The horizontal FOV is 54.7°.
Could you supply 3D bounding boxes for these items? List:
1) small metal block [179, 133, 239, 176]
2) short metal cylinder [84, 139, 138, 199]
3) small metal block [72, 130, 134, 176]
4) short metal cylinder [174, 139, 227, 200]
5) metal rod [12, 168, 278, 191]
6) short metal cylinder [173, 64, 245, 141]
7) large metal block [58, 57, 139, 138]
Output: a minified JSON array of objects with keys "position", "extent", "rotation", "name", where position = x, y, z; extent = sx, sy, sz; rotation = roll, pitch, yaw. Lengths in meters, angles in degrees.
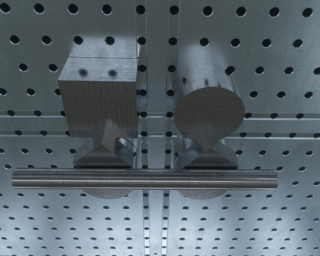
[{"position":[0.060,0.041,0.381],"extent":[0.050,0.025,0.050],"rotation":[33,123,-25],"name":"small metal block"},{"position":[-0.073,0.057,0.442],"extent":[0.081,0.050,0.079],"rotation":[0,130,0],"name":"short metal cylinder"},{"position":[-0.068,0.037,0.377],"extent":[0.050,0.025,0.050],"rotation":[-33,123,24],"name":"small metal block"},{"position":[0.061,0.059,0.446],"extent":[0.081,0.050,0.079],"rotation":[0,130,0],"name":"short metal cylinder"},{"position":[-0.016,0.060,0.363],"extent":[0.302,0.025,0.025],"rotation":[1,130,-1],"name":"metal rod"},{"position":[0.056,-0.029,0.371],"extent":[0.081,0.050,0.079],"rotation":[0,130,0],"name":"short metal cylinder"},{"position":[-0.066,-0.034,0.364],"extent":[0.081,0.050,0.079],"rotation":[1,130,-1],"name":"large metal block"}]
